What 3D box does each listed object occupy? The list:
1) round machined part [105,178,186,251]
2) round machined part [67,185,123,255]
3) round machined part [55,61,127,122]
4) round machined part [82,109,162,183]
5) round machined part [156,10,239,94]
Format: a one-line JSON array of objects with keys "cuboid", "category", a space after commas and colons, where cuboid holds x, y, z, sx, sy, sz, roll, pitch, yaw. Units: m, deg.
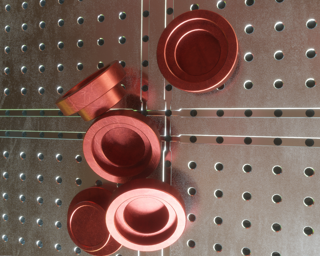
[{"cuboid": [-0.017, 0.105, 0.394, 0.099, 0.042, 0.097, 0, 113, 0], "category": "round machined part"}, {"cuboid": [-0.089, 0.132, 0.434, 0.098, 0.042, 0.097, 0, 90, 19], "category": "round machined part"}, {"cuboid": [-0.084, -0.045, 0.409, 0.098, 0.098, 0.042, -28, 110, 17], "category": "round machined part"}, {"cuboid": [-0.047, 0.020, 0.405, 0.099, 0.042, 0.097, 1, 113, 3], "category": "round machined part"}, {"cuboid": [0.049, -0.091, 0.386, 0.098, 0.042, 0.097, 0, 90, 19], "category": "round machined part"}]
